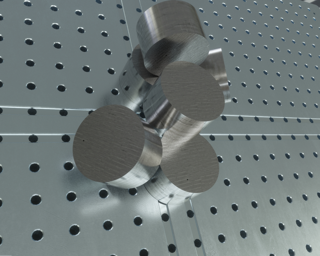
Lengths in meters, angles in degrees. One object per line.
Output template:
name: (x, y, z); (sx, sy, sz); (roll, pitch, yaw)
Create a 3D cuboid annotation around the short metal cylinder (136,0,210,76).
short metal cylinder: (0.015, -0.107, 0.380); (0.081, 0.080, 0.050); (0, 62, -28)

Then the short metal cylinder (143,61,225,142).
short metal cylinder: (0.027, -0.030, 0.360); (0.081, 0.050, 0.080); (14, 56, -21)

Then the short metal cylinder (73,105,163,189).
short metal cylinder: (-0.044, 0.021, 0.329); (0.050, 0.080, 0.080); (42, 29, -63)

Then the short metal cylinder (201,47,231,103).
short metal cylinder: (0.069, -0.071, 0.444); (0.050, 0.080, 0.080); (-11, 60, 12)

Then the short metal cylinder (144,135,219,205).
short metal cylinder: (0.023, 0.047, 0.375); (0.081, 0.050, 0.080); (14, 57, -21)

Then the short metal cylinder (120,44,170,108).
short metal cylinder: (-0.010, -0.073, 0.431); (0.081, 0.050, 0.080); (13, 57, -21)
